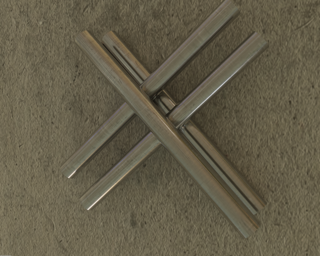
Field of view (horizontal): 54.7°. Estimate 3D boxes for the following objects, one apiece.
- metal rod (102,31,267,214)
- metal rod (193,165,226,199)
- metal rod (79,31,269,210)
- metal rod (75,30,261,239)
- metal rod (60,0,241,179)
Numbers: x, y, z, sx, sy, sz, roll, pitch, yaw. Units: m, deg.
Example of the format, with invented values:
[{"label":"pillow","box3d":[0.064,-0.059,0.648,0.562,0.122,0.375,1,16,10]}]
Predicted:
[{"label":"metal rod","box3d":[0.023,-0.015,0.401,0.025,0.025,0.300,-44,77,14]},{"label":"metal rod","box3d":[0.004,-0.001,0.408,0.025,0.025,0.300,-44,77,14]},{"label":"metal rod","box3d":[0.007,0.001,0.380,0.299,0.025,0.025,-43,77,14]},{"label":"metal rod","box3d":[0.000,-0.003,0.356,0.025,0.025,0.300,-44,77,14]},{"label":"metal rod","box3d":[-0.022,-0.040,0.390,0.299,0.025,0.025,-43,77,14]}]
